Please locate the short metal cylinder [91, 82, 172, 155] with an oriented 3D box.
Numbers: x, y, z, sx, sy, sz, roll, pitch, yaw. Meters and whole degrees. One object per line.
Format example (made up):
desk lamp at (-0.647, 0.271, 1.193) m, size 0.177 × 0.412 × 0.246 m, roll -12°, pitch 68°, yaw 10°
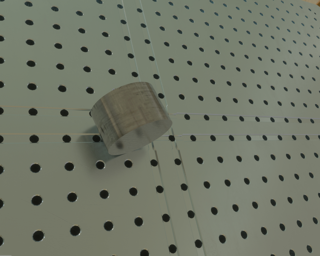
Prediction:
short metal cylinder at (-0.033, -0.010, 0.361) m, size 0.081 × 0.080 × 0.050 m, roll -16°, pitch 70°, yaw -34°
